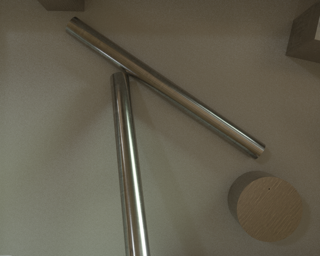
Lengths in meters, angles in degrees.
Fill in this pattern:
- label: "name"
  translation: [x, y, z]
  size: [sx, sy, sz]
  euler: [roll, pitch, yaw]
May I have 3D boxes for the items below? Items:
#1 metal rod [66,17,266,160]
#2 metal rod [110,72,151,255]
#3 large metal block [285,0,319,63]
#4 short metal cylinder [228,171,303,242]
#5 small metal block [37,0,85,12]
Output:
- label: "metal rod"
  translation: [0.008, -0.052, 0.411]
  size: [0.301, 0.025, 0.025]
  euler: [34, 90, -1]
- label: "metal rod"
  translation: [-0.033, 0.066, 0.347]
  size: [0.025, 0.025, 0.299]
  euler: [-9, 64, 0]
- label: "large metal block"
  translation: [0.218, -0.115, 0.387]
  size: [0.080, 0.080, 0.050]
  euler: [13, 90, -1]
- label: "short metal cylinder"
  translation: [0.133, 0.099, 0.401]
  size: [0.081, 0.050, 0.079]
  euler: [0, 90, -1]
- label: "small metal block"
  translation: [-0.128, -0.172, 0.397]
  size: [0.050, 0.050, 0.025]
  euler: [1, 90, -1]
